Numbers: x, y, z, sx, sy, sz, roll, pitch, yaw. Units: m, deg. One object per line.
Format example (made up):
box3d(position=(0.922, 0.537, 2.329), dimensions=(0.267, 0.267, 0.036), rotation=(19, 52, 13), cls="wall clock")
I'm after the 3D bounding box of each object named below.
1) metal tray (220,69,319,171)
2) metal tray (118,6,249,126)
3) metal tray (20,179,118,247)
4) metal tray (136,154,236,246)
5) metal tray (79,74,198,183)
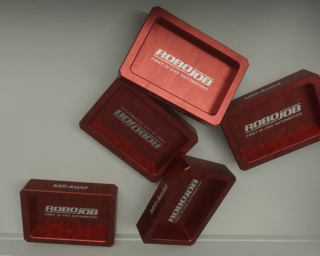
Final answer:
box3d(position=(0.149, -0.009, 0.406), dimensions=(0.130, 0.030, 0.090), rotation=(-24, 109, 8), cls="metal tray")
box3d(position=(0.028, -0.069, 0.366), dimensions=(0.131, 0.030, 0.090), rotation=(28, 85, -10), cls="metal tray")
box3d(position=(-0.130, 0.125, 0.453), dimensions=(0.131, 0.030, 0.089), rotation=(4, 110, -2), cls="metal tray")
box3d(position=(0.035, 0.104, 0.428), dimensions=(0.091, 0.030, 0.129), rotation=(16, 111, -32), cls="metal tray")
box3d(position=(-0.026, 0.001, 0.408), dimensions=(0.130, 0.030, 0.090), rotation=(40, 105, -14), cls="metal tray")
